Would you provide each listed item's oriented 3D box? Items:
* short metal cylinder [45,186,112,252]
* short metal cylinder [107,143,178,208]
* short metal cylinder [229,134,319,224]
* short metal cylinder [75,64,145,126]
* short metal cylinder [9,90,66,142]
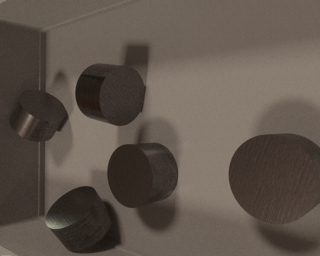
[{"bbox_3d":[-0.118,0.132,0.457,0.080,0.080,0.050,1,127,39],"label":"short metal cylinder"},{"bbox_3d":[-0.023,0.060,0.408,0.080,0.050,0.079,0,90,39],"label":"short metal cylinder"},{"bbox_3d":[0.114,0.045,0.296,0.080,0.050,0.079,0,90,39],"label":"short metal cylinder"},{"bbox_3d":[-0.067,-0.046,0.424,0.050,0.081,0.079,14,99,39],"label":"short metal cylinder"},{"bbox_3d":[-0.214,-0.022,0.544,0.050,0.081,0.080,-51,61,28],"label":"short metal cylinder"}]
